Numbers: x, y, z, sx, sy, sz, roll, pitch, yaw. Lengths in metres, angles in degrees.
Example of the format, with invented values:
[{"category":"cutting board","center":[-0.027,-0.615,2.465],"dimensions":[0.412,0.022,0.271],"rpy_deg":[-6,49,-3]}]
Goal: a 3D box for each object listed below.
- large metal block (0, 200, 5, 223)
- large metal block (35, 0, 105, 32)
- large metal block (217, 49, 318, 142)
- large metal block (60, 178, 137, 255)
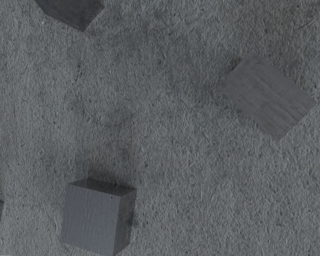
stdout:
[{"category":"large metal block","center":[-0.313,0.151,0.506],"dimensions":[0.080,0.050,0.080],"rpy_deg":[16,96,19]},{"category":"large metal block","center":[-0.137,-0.189,0.428],"dimensions":[0.050,0.080,0.080],"rpy_deg":[-43,77,15]},{"category":"large metal block","center":[0.116,-0.032,0.339],"dimensions":[0.080,0.080,0.050],"rpy_deg":[44,104,14]},{"category":"large metal block","center":[-0.084,0.119,0.425],"dimensions":[0.080,0.050,0.079],"rpy_deg":[9,93,19]}]
